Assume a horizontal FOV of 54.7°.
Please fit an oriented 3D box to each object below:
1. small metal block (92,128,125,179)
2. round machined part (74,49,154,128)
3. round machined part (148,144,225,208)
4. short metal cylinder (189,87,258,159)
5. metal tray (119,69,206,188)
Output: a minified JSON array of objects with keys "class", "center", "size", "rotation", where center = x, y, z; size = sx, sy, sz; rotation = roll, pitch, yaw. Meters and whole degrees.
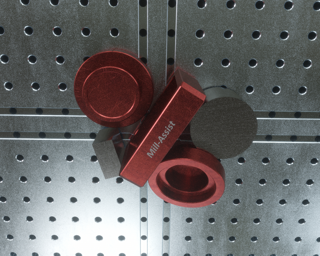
[{"class":"small metal block","center":[-0.064,0.031,0.406],"size":[0.025,0.050,0.050],"rotation":[-14,110,5]},{"class":"round machined part","center":[-0.057,-0.045,0.382],"size":[0.099,0.042,0.097],"rotation":[0,110,0]},{"class":"round machined part","center":[0.037,0.059,0.410],"size":[0.098,0.042,0.097],"rotation":[7,132,8]},{"class":"short metal cylinder","center":[0.076,-0.007,0.394],"size":[0.081,0.050,0.079],"rotation":[0,110,0]},{"class":"metal tray","center":[0.001,-0.003,0.373],"size":[0.030,0.090,0.129],"rotation":[31,107,-11]}]
